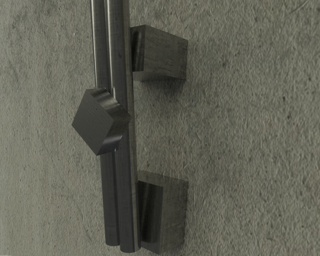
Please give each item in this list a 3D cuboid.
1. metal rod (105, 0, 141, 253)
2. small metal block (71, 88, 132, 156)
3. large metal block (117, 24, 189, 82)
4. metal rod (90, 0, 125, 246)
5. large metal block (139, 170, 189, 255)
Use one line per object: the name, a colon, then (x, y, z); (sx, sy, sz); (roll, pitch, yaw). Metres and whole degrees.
metal rod: (-0.040, -0.007, 0.345); (0.025, 0.025, 0.298); (4, 100, 40)
small metal block: (-0.063, -0.007, 0.331); (0.050, 0.025, 0.050); (46, 123, 24)
large metal block: (-0.021, -0.089, 0.389); (0.080, 0.081, 0.050); (5, 93, 40)
metal rod: (-0.060, -0.009, 0.361); (0.025, 0.025, 0.298); (4, 100, 40)
large metal block: (-0.013, 0.103, 0.400); (0.080, 0.050, 0.079); (6, 94, 39)
